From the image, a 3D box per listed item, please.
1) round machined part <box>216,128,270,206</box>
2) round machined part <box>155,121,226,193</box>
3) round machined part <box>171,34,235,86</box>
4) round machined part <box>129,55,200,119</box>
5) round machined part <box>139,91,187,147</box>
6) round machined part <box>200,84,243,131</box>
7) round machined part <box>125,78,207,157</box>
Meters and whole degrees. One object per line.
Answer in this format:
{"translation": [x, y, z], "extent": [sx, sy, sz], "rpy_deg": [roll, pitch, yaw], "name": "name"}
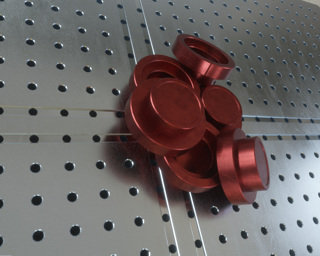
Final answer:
{"translation": [0.110, 0.047, 0.395], "extent": [0.098, 0.042, 0.098], "rpy_deg": [32, 52, -52], "name": "round machined part"}
{"translation": [0.037, 0.036, 0.395], "extent": [0.099, 0.042, 0.098], "rpy_deg": [13, 56, -21], "name": "round machined part"}
{"translation": [0.062, -0.101, 0.477], "extent": [0.099, 0.042, 0.098], "rpy_deg": [20, 32, -13], "name": "round machined part"}
{"translation": [0.003, -0.050, 0.429], "extent": [0.099, 0.042, 0.098], "rpy_deg": [13, 56, -21], "name": "round machined part"}
{"translation": [0.007, -0.012, 0.407], "extent": [0.099, 0.042, 0.098], "rpy_deg": [13, 56, -21], "name": "round machined part"}
{"translation": [0.081, -0.024, 0.455], "extent": [0.099, 0.042, 0.098], "rpy_deg": [13, 56, -21], "name": "round machined part"}
{"translation": [0.013, -0.019, 0.361], "extent": [0.099, 0.042, 0.098], "rpy_deg": [13, 56, -21], "name": "round machined part"}
